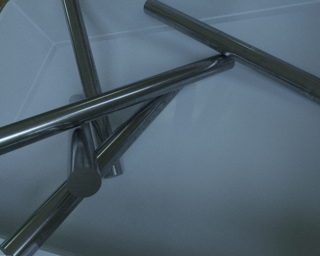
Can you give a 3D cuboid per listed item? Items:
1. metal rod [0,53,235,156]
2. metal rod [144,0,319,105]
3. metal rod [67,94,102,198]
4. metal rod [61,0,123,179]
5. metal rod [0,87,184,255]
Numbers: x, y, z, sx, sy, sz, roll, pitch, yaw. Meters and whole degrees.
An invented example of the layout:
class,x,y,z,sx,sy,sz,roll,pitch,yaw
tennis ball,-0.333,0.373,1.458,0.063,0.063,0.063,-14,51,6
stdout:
class,x,y,z,sx,sy,sz,roll,pitch,yaw
metal rod,-0.033,-0.038,0.351,0.302,0.025,0.025,-23,46,-26
metal rod,0.089,-0.103,0.391,0.300,0.025,0.025,37,83,29
metal rod,-0.096,-0.001,0.368,0.025,0.025,0.300,-42,23,-1
metal rod,-0.101,-0.077,0.435,0.025,0.025,0.299,-20,76,16
metal rod,-0.043,0.013,0.341,0.025,0.025,0.301,9,41,32
